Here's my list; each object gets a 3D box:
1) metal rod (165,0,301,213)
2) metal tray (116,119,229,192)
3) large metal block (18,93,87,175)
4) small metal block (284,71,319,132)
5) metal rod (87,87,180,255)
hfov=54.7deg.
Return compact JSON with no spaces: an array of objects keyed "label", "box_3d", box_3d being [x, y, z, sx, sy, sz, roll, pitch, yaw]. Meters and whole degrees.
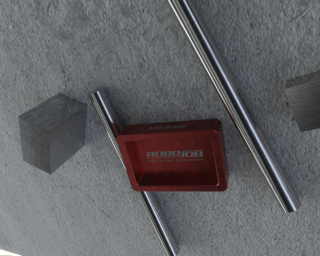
[{"label":"metal rod","box_3d":[0.084,-0.028,0.344,0.025,0.025,0.299,-22,107,36]},{"label":"metal tray","box_3d":[0.018,0.038,0.402,0.130,0.030,0.089,-4,117,19]},{"label":"large metal block","box_3d":[-0.154,0.007,0.454,0.050,0.080,0.079,23,127,14]},{"label":"small metal block","box_3d":[0.158,-0.028,0.306,0.050,0.025,0.050,-15,111,34]},{"label":"metal rod","box_3d":[-0.032,0.078,0.470,0.025,0.025,0.299,-10,114,32]}]
